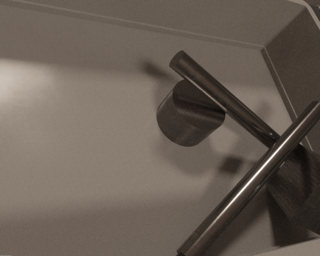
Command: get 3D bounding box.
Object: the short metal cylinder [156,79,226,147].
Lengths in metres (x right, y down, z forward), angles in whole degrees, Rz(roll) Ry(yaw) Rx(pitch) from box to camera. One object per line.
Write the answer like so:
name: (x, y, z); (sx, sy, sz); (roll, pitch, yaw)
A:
short metal cylinder: (0.042, -0.021, 0.427); (0.081, 0.050, 0.080); (14, 56, -21)

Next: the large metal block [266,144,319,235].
large metal block: (0.199, 0.079, 0.412); (0.050, 0.080, 0.080); (28, 15, -11)

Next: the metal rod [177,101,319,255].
metal rod: (0.133, 0.056, 0.401); (0.302, 0.025, 0.025); (-39, 84, -26)

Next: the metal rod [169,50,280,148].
metal rod: (0.131, -0.005, 0.433); (0.301, 0.025, 0.025); (35, 50, -25)
